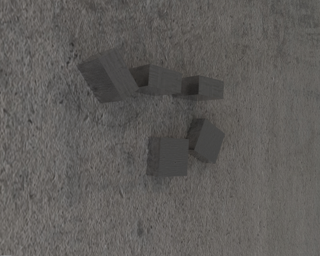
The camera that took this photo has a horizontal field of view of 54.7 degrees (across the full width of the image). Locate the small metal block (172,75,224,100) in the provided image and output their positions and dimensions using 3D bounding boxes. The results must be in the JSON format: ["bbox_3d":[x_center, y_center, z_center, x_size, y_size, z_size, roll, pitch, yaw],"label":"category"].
[{"bbox_3d":[0.053,-0.054,0.432,0.050,0.050,0.025,5,87,-40],"label":"small metal block"}]

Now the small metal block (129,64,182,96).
[{"bbox_3d":[-0.009,-0.057,0.380,0.050,0.050,0.025,7,86,-40],"label":"small metal block"}]

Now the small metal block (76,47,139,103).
[{"bbox_3d":[-0.058,-0.056,0.340,0.025,0.050,0.050,-43,116,-31],"label":"small metal block"}]

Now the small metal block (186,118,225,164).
[{"bbox_3d":[0.065,0.020,0.459,0.050,0.025,0.050,34,69,-35],"label":"small metal block"}]

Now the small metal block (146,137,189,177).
[{"bbox_3d":[0.011,0.038,0.413,0.050,0.025,0.050,6,87,-40],"label":"small metal block"}]
